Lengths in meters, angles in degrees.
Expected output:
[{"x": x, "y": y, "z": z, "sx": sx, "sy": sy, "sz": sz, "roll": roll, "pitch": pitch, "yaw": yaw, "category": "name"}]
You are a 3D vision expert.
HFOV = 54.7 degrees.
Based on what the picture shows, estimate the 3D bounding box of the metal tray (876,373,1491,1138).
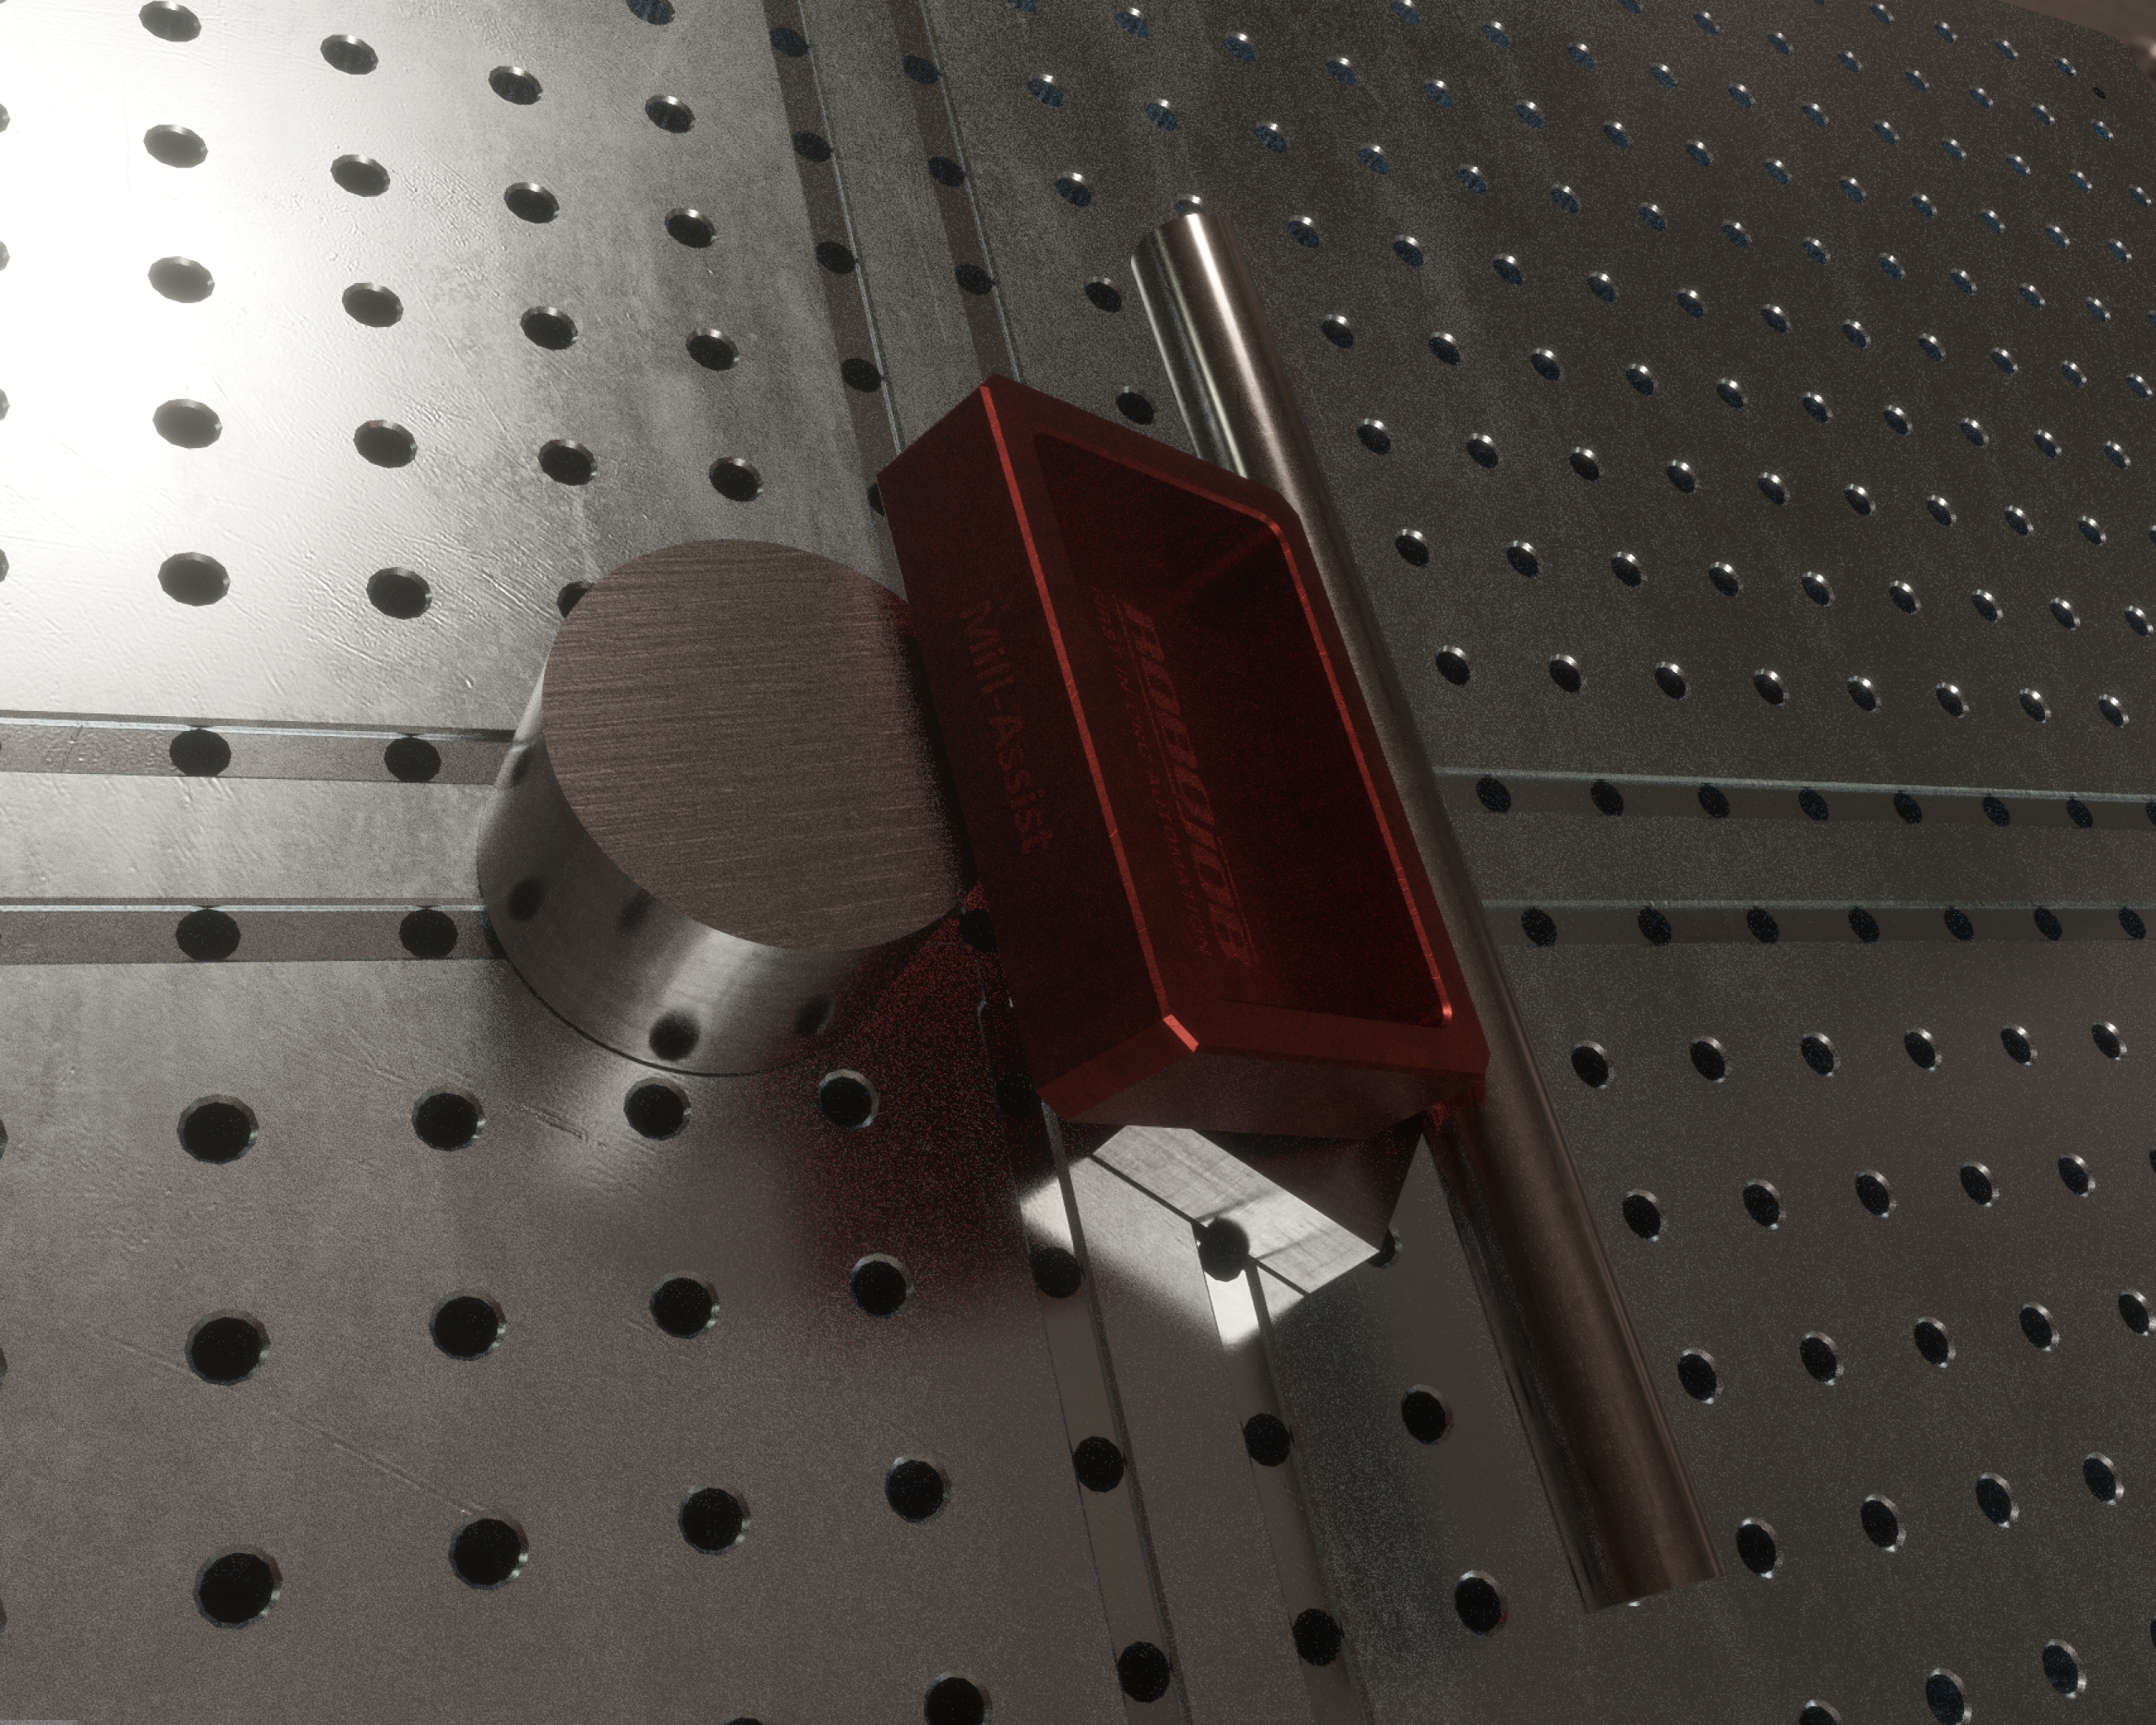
[{"x": 0.019, "y": -0.017, "z": 0.376, "sx": 0.091, "sy": 0.030, "sz": 0.130, "roll": 11, "pitch": 55, "yaw": -46, "category": "metal tray"}]

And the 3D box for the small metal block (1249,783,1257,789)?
[{"x": 0.027, "y": -0.031, "z": 0.444, "sx": 0.050, "sy": 0.025, "sz": 0.050, "roll": -16, "pitch": 70, "yaw": -35, "category": "small metal block"}]

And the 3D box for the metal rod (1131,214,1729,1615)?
[{"x": 0.061, "y": -0.007, "z": 0.415, "sx": 0.025, "sy": 0.025, "sz": 0.299, "roll": -1, "pitch": 62, "yaw": -29, "category": "metal rod"}]

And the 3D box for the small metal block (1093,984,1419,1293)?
[{"x": 0.038, "y": 0.046, "z": 0.401, "sx": 0.050, "sy": 0.025, "sz": 0.050, "roll": 34, "pitch": 51, "yaw": -7, "category": "small metal block"}]

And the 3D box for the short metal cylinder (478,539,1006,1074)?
[{"x": -0.059, "y": -0.009, "z": 0.366, "sx": 0.081, "sy": 0.050, "sz": 0.080, "roll": 14, "pitch": 56, "yaw": -21, "category": "short metal cylinder"}]
